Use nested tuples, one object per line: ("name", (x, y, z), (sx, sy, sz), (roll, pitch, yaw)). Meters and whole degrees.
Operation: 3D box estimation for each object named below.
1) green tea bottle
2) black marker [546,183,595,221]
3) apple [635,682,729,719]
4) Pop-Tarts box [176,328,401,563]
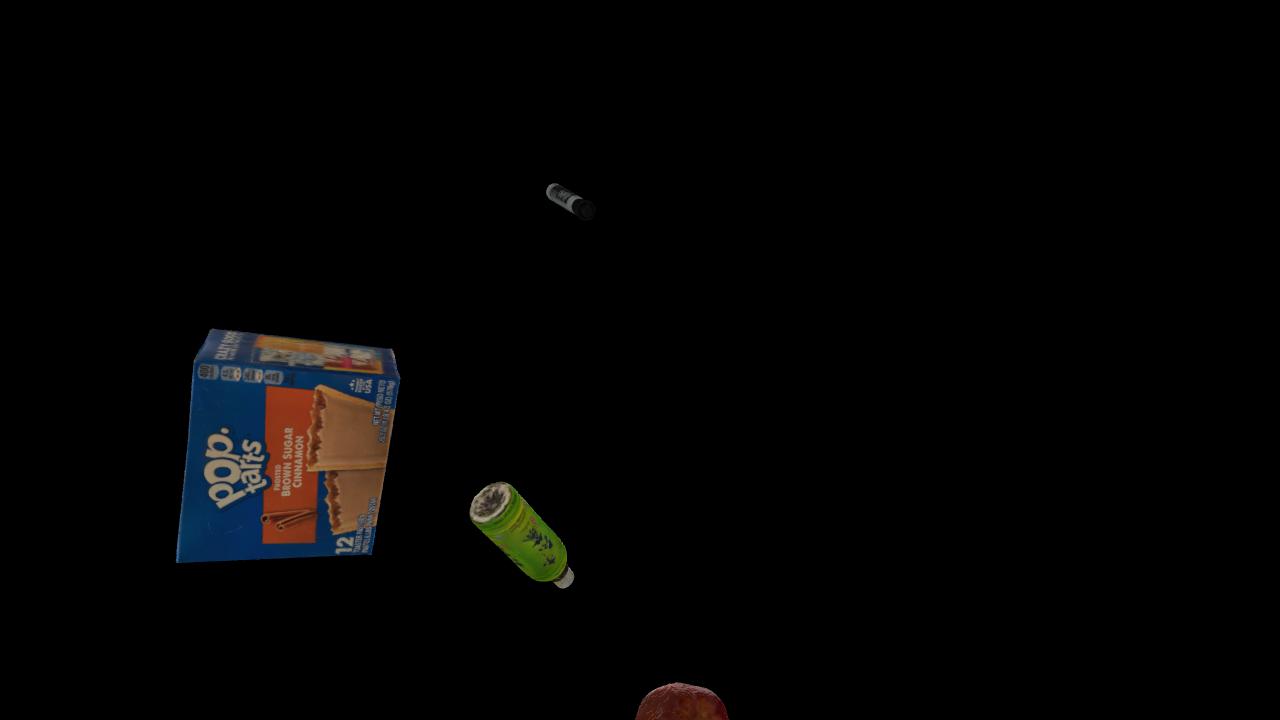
("green tea bottle", (-0.156, 0.260, 0.878), (0.073, 0.073, 0.212), (0, -43, 36))
("black marker", (-0.071, -0.160, 0.620), (0.020, 0.020, 0.121), (0, 23, -24))
("apple", (0.033, 0.287, 0.466), (0.079, 0.079, 0.093), (0, -43, -22))
("Pop-Tarts box", (-0.289, 0.072, 0.514), (0.141, 0.167, 0.083), (8, 14, -29))
